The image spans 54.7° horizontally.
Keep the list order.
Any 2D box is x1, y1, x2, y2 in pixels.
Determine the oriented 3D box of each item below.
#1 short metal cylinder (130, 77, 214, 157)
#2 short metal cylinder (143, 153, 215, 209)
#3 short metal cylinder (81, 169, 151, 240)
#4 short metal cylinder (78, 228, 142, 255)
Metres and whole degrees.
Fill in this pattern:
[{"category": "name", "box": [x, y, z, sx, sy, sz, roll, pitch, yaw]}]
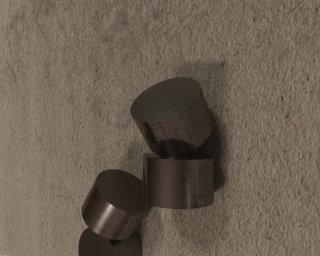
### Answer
[{"category": "short metal cylinder", "box": [0.014, -0.014, 0.347, 0.080, 0.080, 0.050, 8, 136, 39]}, {"category": "short metal cylinder", "box": [0.021, 0.056, 0.350, 0.080, 0.081, 0.050, 1, 91, 39]}, {"category": "short metal cylinder", "box": [-0.057, 0.101, 0.414, 0.080, 0.081, 0.050, 44, 116, 31]}, {"category": "short metal cylinder", "box": [-0.072, 0.177, 0.446, 0.080, 0.050, 0.079, 0, 90, 39]}]
